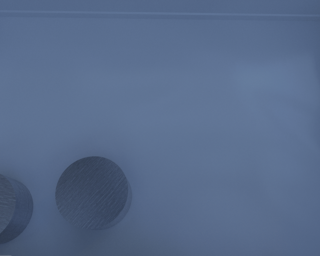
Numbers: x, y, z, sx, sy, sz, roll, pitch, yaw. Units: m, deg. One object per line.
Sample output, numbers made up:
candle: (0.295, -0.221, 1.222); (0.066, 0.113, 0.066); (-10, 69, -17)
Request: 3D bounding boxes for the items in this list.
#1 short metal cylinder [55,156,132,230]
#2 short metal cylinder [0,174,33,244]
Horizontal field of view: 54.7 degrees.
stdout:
short metal cylinder: (-0.076, 0.078, 0.367); (0.081, 0.050, 0.080); (0, 70, 0)
short metal cylinder: (-0.198, 0.094, 0.361); (0.081, 0.050, 0.080); (0, 70, 0)
